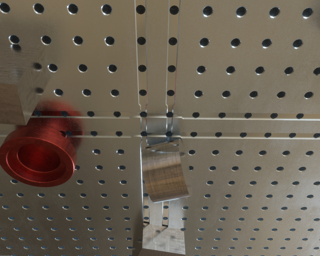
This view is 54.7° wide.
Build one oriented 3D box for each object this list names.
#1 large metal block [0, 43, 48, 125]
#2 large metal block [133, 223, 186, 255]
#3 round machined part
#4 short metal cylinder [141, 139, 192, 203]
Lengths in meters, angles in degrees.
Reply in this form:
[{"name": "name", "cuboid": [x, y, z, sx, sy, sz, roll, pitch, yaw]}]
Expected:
[{"name": "large metal block", "cuboid": [-0.176, -0.050, 0.331, 0.081, 0.080, 0.050, 4, 130, -4]}, {"name": "large metal block", "cuboid": [-0.005, 0.232, 0.592, 0.081, 0.050, 0.079, 13, 129, -11]}, {"name": "round machined part", "cuboid": [-0.164, 0.035, 0.428, 0.099, 0.042, 0.097, 0, 130, 0]}, {"name": "short metal cylinder", "cuboid": [0.011, 0.059, 0.426, 0.050, 0.080, 0.080, -12, 129, 10]}]
